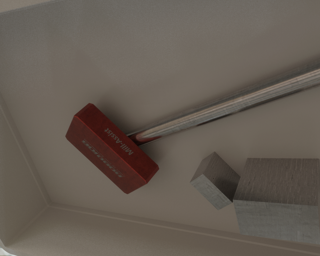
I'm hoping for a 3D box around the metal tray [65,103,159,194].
[{"bbox_3d":[-0.072,0.034,0.444,0.130,0.030,0.090,44,148,-3],"label":"metal tray"}]

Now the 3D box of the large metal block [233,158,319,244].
[{"bbox_3d":[0.135,0.077,0.349,0.080,0.080,0.050,-2,117,29],"label":"large metal block"}]

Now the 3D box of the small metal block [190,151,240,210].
[{"bbox_3d":[0.072,0.066,0.395,0.050,0.050,0.025,45,129,-3],"label":"small metal block"}]

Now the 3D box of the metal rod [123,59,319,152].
[{"bbox_3d":[0.054,-0.017,0.368,0.300,0.025,0.025,-20,108,35],"label":"metal rod"}]
